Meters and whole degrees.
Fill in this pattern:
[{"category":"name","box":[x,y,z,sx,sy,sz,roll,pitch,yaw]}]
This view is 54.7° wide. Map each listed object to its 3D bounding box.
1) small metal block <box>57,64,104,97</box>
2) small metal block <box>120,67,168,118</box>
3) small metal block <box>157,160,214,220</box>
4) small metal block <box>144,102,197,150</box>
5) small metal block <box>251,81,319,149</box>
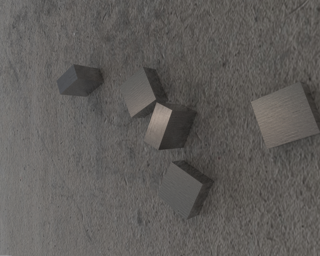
[{"category":"small metal block","box":[-0.127,-0.074,0.494,0.050,0.050,0.025,-31,71,36]},{"category":"small metal block","box":[-0.023,-0.048,0.424,0.050,0.025,0.050,-34,69,35]},{"category":"small metal block","box":[0.031,0.074,0.380,0.050,0.025,0.050,33,110,35]},{"category":"small metal block","box":[0.013,-0.002,0.378,0.025,0.050,0.050,30,109,36]},{"category":"small metal block","box":[0.124,-0.011,0.302,0.050,0.025,0.050,-25,75,37]}]
